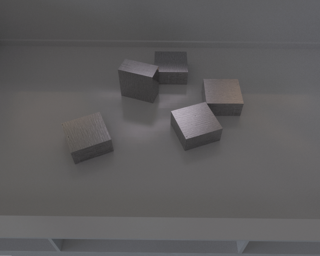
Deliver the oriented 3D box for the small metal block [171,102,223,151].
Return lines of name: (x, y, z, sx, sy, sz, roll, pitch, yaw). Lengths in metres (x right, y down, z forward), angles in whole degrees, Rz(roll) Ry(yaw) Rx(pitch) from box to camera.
small metal block: (0.047, -0.003, 0.408, 0.050, 0.025, 0.050, -16, 52, -13)

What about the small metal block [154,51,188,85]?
small metal block: (0.017, -0.094, 0.484, 0.050, 0.025, 0.050, 1, 50, 0)

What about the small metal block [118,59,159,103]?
small metal block: (-0.030, -0.067, 0.445, 0.050, 0.050, 0.025, 15, 52, 12)

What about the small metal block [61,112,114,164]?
small metal block: (-0.092, 0.012, 0.394, 0.050, 0.025, 0.050, -19, 53, -15)

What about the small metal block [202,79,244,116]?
small metal block: (0.088, -0.044, 0.443, 0.050, 0.025, 0.050, 0, 50, 0)
